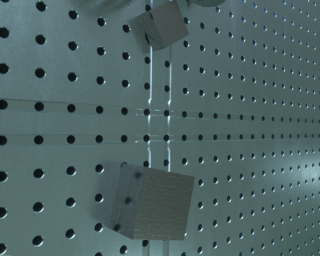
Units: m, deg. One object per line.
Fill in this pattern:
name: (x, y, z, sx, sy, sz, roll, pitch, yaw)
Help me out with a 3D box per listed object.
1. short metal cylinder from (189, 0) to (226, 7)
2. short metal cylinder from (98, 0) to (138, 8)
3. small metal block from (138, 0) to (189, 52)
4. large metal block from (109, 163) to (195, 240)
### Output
short metal cylinder: (0.068, -0.217, 0.429, 0.080, 0.080, 0.050, 41, 65, -33)
short metal cylinder: (-0.044, -0.186, 0.356, 0.081, 0.050, 0.079, 0, 90, -40)
small metal block: (0.006, -0.137, 0.414, 0.050, 0.025, 0.050, -38, 114, -33)
large metal block: (-0.009, 0.092, 0.386, 0.080, 0.050, 0.080, 18, 79, -39)
